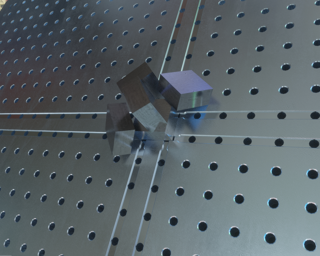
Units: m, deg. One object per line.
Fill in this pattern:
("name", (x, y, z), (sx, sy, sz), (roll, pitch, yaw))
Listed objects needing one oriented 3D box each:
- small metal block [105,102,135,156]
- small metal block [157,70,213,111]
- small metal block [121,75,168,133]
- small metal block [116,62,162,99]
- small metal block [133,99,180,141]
("small metal block", (-0.055, 0.002, 0.417), (0.025, 0.050, 0.050), (-6, 50, -20))
("small metal block", (0.032, -0.051, 0.406), (0.050, 0.025, 0.050), (-13, 44, -29))
("small metal block", (-0.020, -0.029, 0.389), (0.025, 0.050, 0.050), (-31, 52, 8))
("small metal block", (-0.025, -0.057, 0.442), (0.050, 0.050, 0.025), (-35, 51, 5))
("small metal block", (-0.005, -0.012, 0.419), (0.050, 0.025, 0.050), (1, 62, 27))
